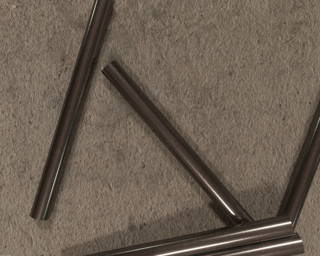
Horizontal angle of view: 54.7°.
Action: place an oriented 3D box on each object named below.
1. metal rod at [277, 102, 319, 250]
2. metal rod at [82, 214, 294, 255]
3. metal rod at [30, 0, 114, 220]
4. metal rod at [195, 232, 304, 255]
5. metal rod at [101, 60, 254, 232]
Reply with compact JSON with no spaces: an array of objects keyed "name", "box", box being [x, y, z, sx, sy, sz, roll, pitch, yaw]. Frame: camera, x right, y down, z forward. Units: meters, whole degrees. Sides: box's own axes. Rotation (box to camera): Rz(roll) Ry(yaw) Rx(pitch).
[{"name":"metal rod","box":[0.192,0.061,0.412,0.025,0.025,0.299,21,90,-1]},{"name":"metal rod","box":[0.014,0.154,0.395,0.301,0.025,0.025,-13,90,5]},{"name":"metal rod","box":[-0.115,-0.026,0.408,0.025,0.025,0.298,17,90,-1]},{"name":"metal rod","box":[0.028,0.177,0.396,0.301,0.025,0.025,-13,90,5]},{"name":"metal rod","box":[0.031,0.032,0.410,0.025,0.025,0.300,-41,91,0]}]
